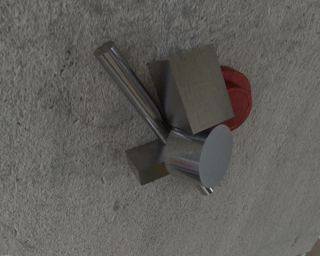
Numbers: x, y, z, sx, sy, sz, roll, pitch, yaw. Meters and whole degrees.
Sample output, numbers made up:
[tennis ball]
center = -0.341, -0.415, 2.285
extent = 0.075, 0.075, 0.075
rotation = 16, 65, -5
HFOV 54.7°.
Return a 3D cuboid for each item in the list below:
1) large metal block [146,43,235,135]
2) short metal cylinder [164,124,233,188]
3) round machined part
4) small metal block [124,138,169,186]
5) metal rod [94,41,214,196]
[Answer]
[large metal block]
center = 0.032, -0.045, 0.350
extent = 0.050, 0.080, 0.080
rotation = -23, 105, -13
[short metal cylinder]
center = 0.050, 0.030, 0.392
extent = 0.081, 0.050, 0.079
rotation = -19, 115, -48
[round machined part]
center = 0.086, -0.032, 0.426
extent = 0.099, 0.042, 0.097
rotation = -14, 125, -21
[small metal block]
center = -0.013, 0.044, 0.414
extent = 0.050, 0.050, 0.025
rotation = -20, 126, -18
[metal rod]
center = 0.010, 0.009, 0.421
extent = 0.025, 0.025, 0.300
rotation = -39, 130, -3
